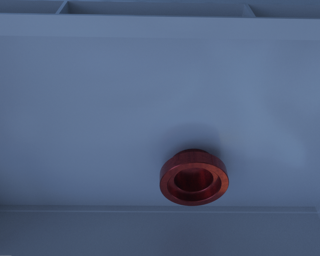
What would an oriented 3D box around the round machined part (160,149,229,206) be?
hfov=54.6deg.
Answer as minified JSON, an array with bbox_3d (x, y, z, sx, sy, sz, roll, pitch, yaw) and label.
[{"bbox_3d":[0.049,0.068,0.456,0.099,0.042,0.097,0,130,0],"label":"round machined part"}]
